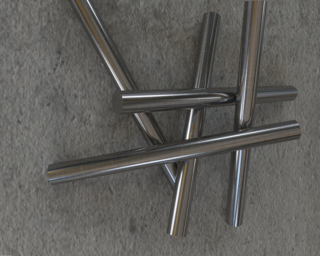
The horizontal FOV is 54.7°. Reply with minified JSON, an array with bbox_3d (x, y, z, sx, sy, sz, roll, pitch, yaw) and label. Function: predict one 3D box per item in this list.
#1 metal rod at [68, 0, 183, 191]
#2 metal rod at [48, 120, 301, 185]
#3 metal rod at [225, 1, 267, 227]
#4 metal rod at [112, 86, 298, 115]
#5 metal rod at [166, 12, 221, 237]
[{"bbox_3d":[-0.040,-0.048,0.395,0.025,0.025,0.299,-31,101,-18],"label":"metal rod"},{"bbox_3d":[0.021,0.029,0.374,0.302,0.025,0.025,-10,94,-4],"label":"metal rod"},{"bbox_3d":[0.109,-0.004,0.403,0.025,0.025,0.298,-7,111,-20],"label":"metal rod"},{"bbox_3d":[0.081,-0.040,0.403,0.303,0.025,0.025,-7,93,-34],"label":"metal rod"},{"bbox_3d":[0.047,-0.013,0.410,0.025,0.025,0.299,14,79,-20],"label":"metal rod"}]
